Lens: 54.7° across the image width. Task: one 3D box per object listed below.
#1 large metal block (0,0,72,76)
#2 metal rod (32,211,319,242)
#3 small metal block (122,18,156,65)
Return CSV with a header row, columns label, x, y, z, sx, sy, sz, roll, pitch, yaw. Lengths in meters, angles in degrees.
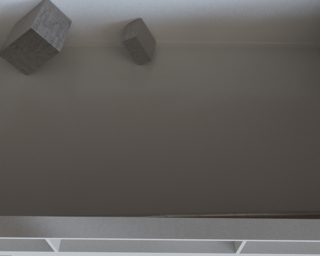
label,x,y,z,sx,sy,sz,roll,pitch,yaw
large metal block,-0.191,-0.140,0.479,0.080,0.050,0.080,-23,45,28
metal rod,0.025,0.101,0.320,0.302,0.025,0.025,-1,50,-1
small metal block,-0.032,-0.139,0.501,0.025,0.050,0.050,-13,46,26
